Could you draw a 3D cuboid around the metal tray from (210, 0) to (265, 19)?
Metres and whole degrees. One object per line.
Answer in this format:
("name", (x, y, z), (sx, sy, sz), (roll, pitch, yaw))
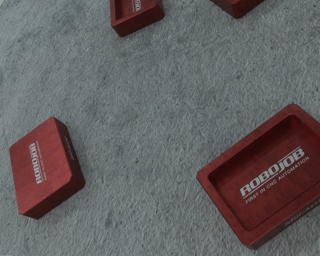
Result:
("metal tray", (0.141, -0.232, 0.468), (0.130, 0.030, 0.090), (-36, 51, 3))

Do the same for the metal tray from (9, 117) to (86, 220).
("metal tray", (-0.170, 0.055, 0.456), (0.090, 0.030, 0.130), (-35, 51, 4))

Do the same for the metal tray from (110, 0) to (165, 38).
("metal tray", (-0.045, -0.234, 0.568), (0.090, 0.030, 0.130), (-20, 54, 16))

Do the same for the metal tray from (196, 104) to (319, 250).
("metal tray", (0.114, 0.046, 0.312), (0.130, 0.030, 0.090), (-37, 51, 3))
